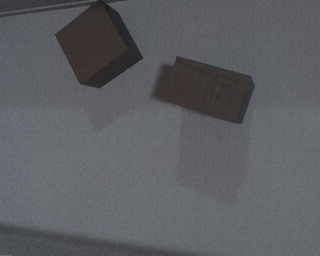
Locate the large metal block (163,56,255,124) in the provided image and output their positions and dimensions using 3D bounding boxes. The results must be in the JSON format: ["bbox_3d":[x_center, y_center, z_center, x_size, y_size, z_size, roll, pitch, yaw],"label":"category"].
[{"bbox_3d":[0.060,-0.041,0.360,0.080,0.080,0.050,20,97,19],"label":"large metal block"}]

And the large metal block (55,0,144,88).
[{"bbox_3d":[-0.083,-0.112,0.427,0.080,0.050,0.080,-31,80,17],"label":"large metal block"}]
